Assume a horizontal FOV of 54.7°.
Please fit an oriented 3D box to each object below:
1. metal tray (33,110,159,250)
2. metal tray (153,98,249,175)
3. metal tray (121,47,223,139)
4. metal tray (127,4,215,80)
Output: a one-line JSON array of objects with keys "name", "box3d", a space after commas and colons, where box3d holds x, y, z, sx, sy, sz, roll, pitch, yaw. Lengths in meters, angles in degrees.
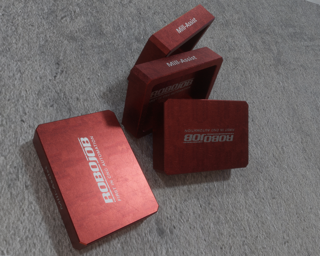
[{"name": "metal tray", "box3d": [-0.069, 0.049, 0.333, 0.091, 0.030, 0.130, -16, 70, -34]}, {"name": "metal tray", "box3d": [0.055, 0.009, 0.399, 0.131, 0.030, 0.089, -1, 91, -29]}, {"name": "metal tray", "box3d": [0.017, -0.047, 0.396, 0.131, 0.089, 0.030, -24, 55, -36]}, {"name": "metal tray", "box3d": [0.017, -0.113, 0.439, 0.030, 0.090, 0.131, 43, 51, 2]}]
